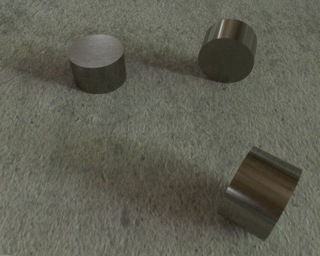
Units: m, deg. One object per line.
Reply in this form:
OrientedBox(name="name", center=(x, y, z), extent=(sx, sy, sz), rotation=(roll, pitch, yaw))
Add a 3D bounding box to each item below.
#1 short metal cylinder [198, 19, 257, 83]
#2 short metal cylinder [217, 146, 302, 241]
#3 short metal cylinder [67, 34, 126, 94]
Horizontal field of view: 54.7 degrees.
OrientedBox(name="short metal cylinder", center=(0.102, -0.114, 0.465), extent=(0.080, 0.080, 0.050), rotation=(13, 51, 10))
OrientedBox(name="short metal cylinder", center=(0.100, 0.065, 0.314), extent=(0.050, 0.080, 0.080), rotation=(28, 55, 21))
OrientedBox(name="short metal cylinder", center=(-0.093, -0.097, 0.467), extent=(0.081, 0.050, 0.080), rotation=(0, 50, 0))
